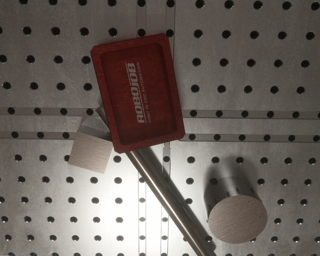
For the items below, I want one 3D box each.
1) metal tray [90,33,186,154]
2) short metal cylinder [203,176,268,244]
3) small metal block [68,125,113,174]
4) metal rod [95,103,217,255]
[{"bbox_3d":[-0.026,-0.042,0.379,0.091,0.030,0.129,-14,105,-9],"label":"metal tray"},{"bbox_3d":[0.106,0.117,0.445,0.081,0.050,0.079,0,110,-1],"label":"short metal cylinder"},{"bbox_3d":[-0.092,0.029,0.423,0.050,0.025,0.050,18,109,-7],"label":"small metal block"},{"bbox_3d":[0.004,0.091,0.446,0.025,0.025,0.299,-29,108,10],"label":"metal rod"}]
